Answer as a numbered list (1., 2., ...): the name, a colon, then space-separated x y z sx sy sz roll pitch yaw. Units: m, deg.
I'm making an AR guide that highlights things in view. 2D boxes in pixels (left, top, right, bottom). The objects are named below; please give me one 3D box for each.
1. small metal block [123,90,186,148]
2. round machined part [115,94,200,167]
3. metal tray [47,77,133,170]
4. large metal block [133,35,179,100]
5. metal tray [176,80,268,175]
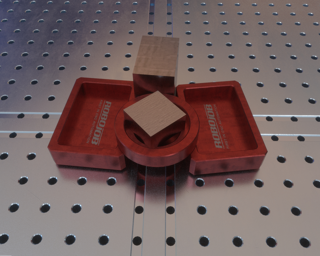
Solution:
1. small metal block: -0.006 -0.010 0.356 0.050 0.025 0.050 -32 57 -24
2. round machined part: -0.003 0.006 0.374 0.099 0.042 0.098 0 50 0
3. metal tray: -0.080 -0.011 0.407 0.091 0.030 0.130 5 50 4
4. large metal block: -0.003 -0.068 0.424 0.050 0.080 0.080 5 50 4
5. metal tray: 0.073 -0.005 0.404 0.091 0.030 0.130 -5 50 -4
